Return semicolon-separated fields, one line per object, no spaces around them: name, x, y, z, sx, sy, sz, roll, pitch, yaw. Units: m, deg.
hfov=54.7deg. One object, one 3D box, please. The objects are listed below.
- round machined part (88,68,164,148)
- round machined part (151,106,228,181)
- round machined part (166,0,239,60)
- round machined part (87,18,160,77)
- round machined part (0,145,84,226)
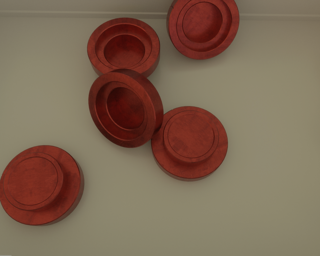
round machined part;-0.038;-0.027;0.391;0.098;0.097;0.042;35;36;12
round machined part;0.038;0.016;0.395;0.099;0.042;0.098;0;70;0
round machined part;0.057;-0.150;0.436;0.099;0.097;0.042;-10;32;-4
round machined part;-0.049;-0.103;0.437;0.099;0.042;0.098;0;68;0
round machined part;-0.146;0.067;0.375;0.099;0.042;0.098;0;70;0
